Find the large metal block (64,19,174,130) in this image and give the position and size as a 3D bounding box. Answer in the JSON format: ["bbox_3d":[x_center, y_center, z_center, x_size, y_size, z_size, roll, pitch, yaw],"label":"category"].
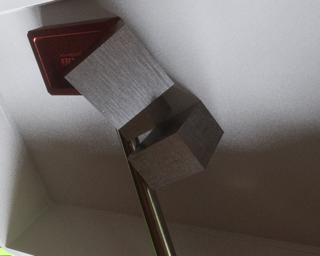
[{"bbox_3d":[-0.045,-0.059,0.343,0.080,0.050,0.080,-39,117,6],"label":"large metal block"}]

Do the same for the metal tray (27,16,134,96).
[{"bbox_3d":[-0.101,-0.089,0.401,0.130,0.030,0.089,3,120,26],"label":"metal tray"}]

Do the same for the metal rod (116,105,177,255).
[{"bbox_3d":[-0.009,0.111,0.395,0.025,0.025,0.299,-27,77,37],"label":"metal rod"}]

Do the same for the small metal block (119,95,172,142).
[{"bbox_3d":[-0.020,-0.014,0.393,0.050,0.050,0.025,-27,104,37],"label":"small metal block"}]

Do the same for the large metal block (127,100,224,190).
[{"bbox_3d":[0.021,0.020,0.374,0.080,0.080,0.050,-30,102,37],"label":"large metal block"}]
